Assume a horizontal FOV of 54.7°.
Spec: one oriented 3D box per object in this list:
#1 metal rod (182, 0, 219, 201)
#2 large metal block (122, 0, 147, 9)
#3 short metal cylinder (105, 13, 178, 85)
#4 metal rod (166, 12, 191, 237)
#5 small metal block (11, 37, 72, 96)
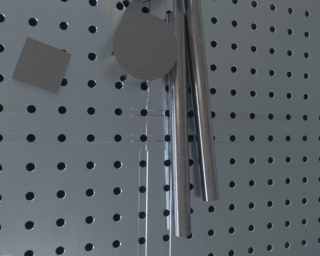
[{"bbox_3d":[0.057,-0.048,0.433,0.025,0.025,0.298,-7,92,-20],"label":"metal rod"},{"bbox_3d":[-0.009,-0.198,0.380,0.080,0.080,0.050,-30,100,-18],"label":"large metal block"},{"bbox_3d":[-0.025,-0.096,0.390,0.081,0.050,0.079,0,90,-20],"label":"short metal cylinder"},{"bbox_3d":[0.026,-0.004,0.422,0.025,0.025,0.298,-2,91,-20],"label":"metal rod"},{"bbox_3d":[-0.137,-0.071,0.362,0.050,0.025,0.050,20,84,-19],"label":"small metal block"}]
